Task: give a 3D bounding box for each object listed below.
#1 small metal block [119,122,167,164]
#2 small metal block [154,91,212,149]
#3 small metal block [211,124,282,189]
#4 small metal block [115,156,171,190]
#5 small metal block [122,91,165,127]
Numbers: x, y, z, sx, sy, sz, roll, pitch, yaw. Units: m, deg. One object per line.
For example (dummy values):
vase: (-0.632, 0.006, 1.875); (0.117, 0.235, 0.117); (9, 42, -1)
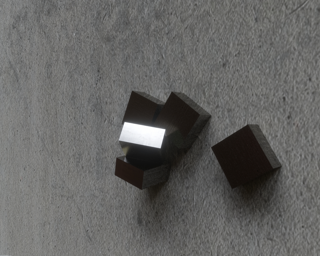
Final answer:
small metal block: (-0.019, 0.020, 0.386); (0.050, 0.050, 0.025); (10, 63, 9)
small metal block: (0.027, -0.010, 0.383); (0.050, 0.025, 0.050); (44, 116, 31)
small metal block: (0.091, 0.030, 0.330); (0.050, 0.025, 0.050); (-37, 67, 33)
small metal block: (-0.023, 0.054, 0.406); (0.050, 0.050, 0.025); (20, 110, 38)
small metal block: (-0.020, -0.018, 0.422); (0.050, 0.025, 0.050); (30, 109, 36)
